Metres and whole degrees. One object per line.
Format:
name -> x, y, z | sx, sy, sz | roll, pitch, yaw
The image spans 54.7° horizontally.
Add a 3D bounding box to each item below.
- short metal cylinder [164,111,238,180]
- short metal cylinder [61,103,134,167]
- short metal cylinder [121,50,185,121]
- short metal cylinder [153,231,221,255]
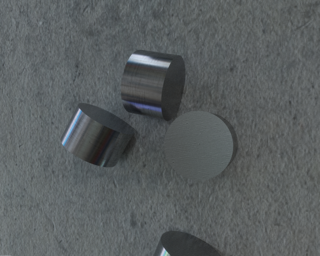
short metal cylinder -> 0.051, 0.020, 0.377 | 0.080, 0.050, 0.079 | 0, 90, 19
short metal cylinder -> -0.081, 0.009, 0.407 | 0.080, 0.080, 0.050 | 33, 101, 16
short metal cylinder -> -0.006, -0.053, 0.381 | 0.050, 0.080, 0.079 | 13, 94, 19
short metal cylinder -> 0.029, 0.168, 0.369 | 0.080, 0.080, 0.050 | 24, 98, 18
